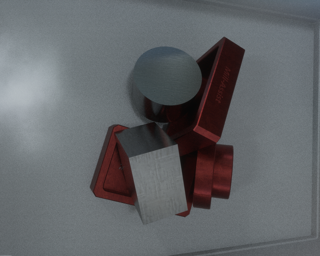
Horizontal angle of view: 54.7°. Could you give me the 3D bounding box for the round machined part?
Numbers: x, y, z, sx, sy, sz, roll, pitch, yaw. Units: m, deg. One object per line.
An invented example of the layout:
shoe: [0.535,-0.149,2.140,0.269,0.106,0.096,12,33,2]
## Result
round machined part: [0.069,0.054,0.393,0.042,0.098,0.097,5,88,10]

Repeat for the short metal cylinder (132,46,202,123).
short metal cylinder: [0.006,-0.053,0.383,0.081,0.050,0.080,3,67,-7]

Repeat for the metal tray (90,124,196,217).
metal tray: [-0.013,0.056,0.401,0.131,0.030,0.090,18,84,-19]

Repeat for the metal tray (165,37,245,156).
metal tray: [0.051,-0.036,0.378,0.030,0.090,0.130,28,65,-15]

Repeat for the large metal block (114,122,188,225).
large metal block: [-0.012,0.047,0.352,0.050,0.080,0.079,-15,111,-14]
